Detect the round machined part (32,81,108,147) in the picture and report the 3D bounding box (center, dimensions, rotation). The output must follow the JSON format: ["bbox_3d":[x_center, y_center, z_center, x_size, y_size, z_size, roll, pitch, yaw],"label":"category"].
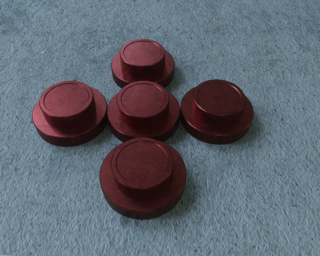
[{"bbox_3d":[-0.120,-0.026,0.414,0.099,0.042,0.098,0,50,0],"label":"round machined part"}]

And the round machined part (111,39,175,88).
[{"bbox_3d":[-0.026,-0.101,0.478,0.099,0.042,0.098,0,50,0],"label":"round machined part"}]

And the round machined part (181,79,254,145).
[{"bbox_3d":[0.077,-0.028,0.419,0.099,0.042,0.098,0,50,0],"label":"round machined part"}]

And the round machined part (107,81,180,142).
[{"bbox_3d":[-0.022,-0.026,0.415,0.099,0.042,0.098,0,50,0],"label":"round machined part"}]

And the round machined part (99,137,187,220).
[{"bbox_3d":[-0.019,0.049,0.352,0.099,0.042,0.098,0,50,0],"label":"round machined part"}]
